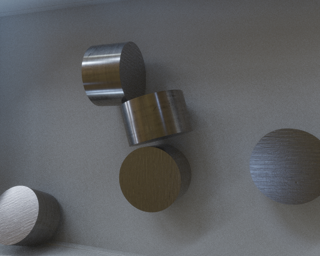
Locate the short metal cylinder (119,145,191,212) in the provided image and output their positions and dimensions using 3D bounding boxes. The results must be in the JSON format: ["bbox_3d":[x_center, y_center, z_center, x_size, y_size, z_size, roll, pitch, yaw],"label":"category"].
[{"bbox_3d":[-0.005,0.062,0.398,0.080,0.050,0.079,0,90,19],"label":"short metal cylinder"}]

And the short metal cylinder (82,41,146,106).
[{"bbox_3d":[-0.057,-0.068,0.400,0.050,0.080,0.079,0,90,20],"label":"short metal cylinder"}]

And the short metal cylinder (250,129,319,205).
[{"bbox_3d":[0.144,0.040,0.347,0.080,0.050,0.079,0,90,19],"label":"short metal cylinder"}]

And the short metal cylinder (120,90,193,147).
[{"bbox_3d":[-0.004,-0.011,0.382,0.080,0.080,0.050,-16,85,19],"label":"short metal cylinder"}]

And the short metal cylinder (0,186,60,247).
[{"bbox_3d":[-0.195,0.129,0.450,0.080,0.050,0.080,-7,65,16],"label":"short metal cylinder"}]
